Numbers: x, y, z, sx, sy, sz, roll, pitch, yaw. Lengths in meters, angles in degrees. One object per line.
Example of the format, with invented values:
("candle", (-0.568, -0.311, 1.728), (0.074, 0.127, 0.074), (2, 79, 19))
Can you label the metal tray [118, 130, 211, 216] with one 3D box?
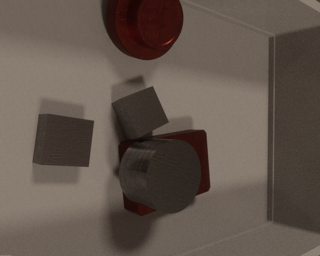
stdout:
("metal tray", (0.011, 0.054, 0.415), (0.131, 0.030, 0.089), (-9, 96, -40))

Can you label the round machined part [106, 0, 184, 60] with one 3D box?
("round machined part", (-0.011, -0.130, 0.370), (0.099, 0.042, 0.097), (-17, 118, -34))

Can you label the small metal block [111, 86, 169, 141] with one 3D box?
("small metal block", (-0.024, -0.018, 0.382), (0.050, 0.025, 0.050), (-27, 95, -37))

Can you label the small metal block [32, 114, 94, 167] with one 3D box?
("small metal block", (-0.100, 0.014, 0.324), (0.050, 0.025, 0.050), (9, 84, -40))

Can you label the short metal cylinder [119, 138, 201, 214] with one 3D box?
("short metal cylinder", (0.001, 0.052, 0.353), (0.081, 0.050, 0.079), (0, 90, -40))
